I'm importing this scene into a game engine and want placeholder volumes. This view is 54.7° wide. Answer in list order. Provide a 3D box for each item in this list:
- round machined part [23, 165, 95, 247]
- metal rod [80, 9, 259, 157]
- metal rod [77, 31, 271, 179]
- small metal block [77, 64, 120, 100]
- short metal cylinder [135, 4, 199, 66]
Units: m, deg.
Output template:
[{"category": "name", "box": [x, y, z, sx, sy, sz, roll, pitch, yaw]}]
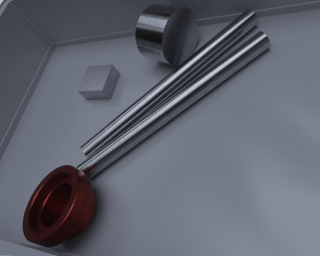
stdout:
[{"category": "round machined part", "box": [-0.120, 0.099, 0.386, 0.098, 0.042, 0.098, -25, 44, 27]}, {"category": "metal rod", "box": [0.013, -0.060, 0.434, 0.300, 0.025, 0.025, -39, 51, 1]}, {"category": "metal rod", "box": [0.016, -0.027, 0.412, 0.300, 0.025, 0.025, -36, 51, 3]}, {"category": "small metal block", "box": [-0.098, -0.074, 0.501, 0.050, 0.025, 0.050, 1, 62, 28]}, {"category": "short metal cylinder", "box": [0.011, -0.134, 0.445, 0.050, 0.080, 0.080, 24, 75, 36]}]
